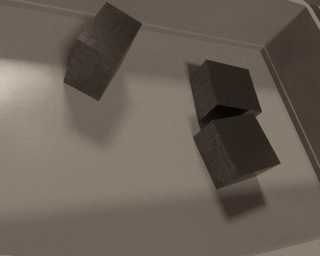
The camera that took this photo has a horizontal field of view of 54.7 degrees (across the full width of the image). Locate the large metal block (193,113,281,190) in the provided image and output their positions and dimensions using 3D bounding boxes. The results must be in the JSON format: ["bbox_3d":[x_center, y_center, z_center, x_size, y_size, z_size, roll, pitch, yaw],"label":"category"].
[{"bbox_3d":[0.105,0.031,0.430,0.081,0.050,0.080,-10,67,-33],"label":"large metal block"}]

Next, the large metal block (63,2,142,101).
[{"bbox_3d":[-0.072,-0.095,0.390,0.050,0.080,0.080,29,52,-10],"label":"large metal block"}]

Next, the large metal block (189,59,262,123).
[{"bbox_3d":[0.099,-0.051,0.476,0.081,0.050,0.080,7,59,-25],"label":"large metal block"}]
